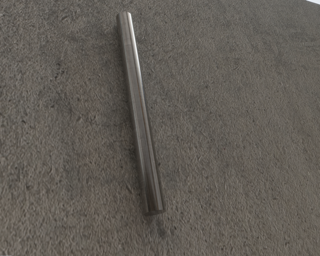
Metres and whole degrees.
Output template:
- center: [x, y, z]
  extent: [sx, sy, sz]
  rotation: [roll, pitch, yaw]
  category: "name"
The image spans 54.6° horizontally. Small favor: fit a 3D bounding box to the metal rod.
- center: [-0.030, -0.038, 0.409]
  extent: [0.025, 0.025, 0.299]
  rotation: [4, 60, -26]
  category: "metal rod"
